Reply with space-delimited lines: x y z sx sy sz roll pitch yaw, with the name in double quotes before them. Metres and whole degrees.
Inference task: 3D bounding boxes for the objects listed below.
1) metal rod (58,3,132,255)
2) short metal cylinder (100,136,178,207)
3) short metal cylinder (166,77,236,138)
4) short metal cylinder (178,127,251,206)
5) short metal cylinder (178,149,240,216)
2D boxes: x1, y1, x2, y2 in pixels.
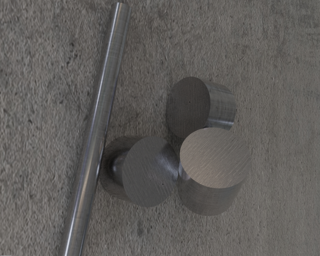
"metal rod" -0.071 0.004 0.345 0.025 0.025 0.299 17 79 -39
"short metal cylinder" -0.025 0.049 0.368 0.081 0.050 0.080 0 90 -40
"short metal cylinder" 0.053 -0.024 0.413 0.050 0.080 0.080 7 86 -40
"short metal cylinder" 0.063 0.046 0.370 0.080 0.080 0.050 -49 157 -29
"short metal cylinder" 0.065 0.070 0.414 0.080 0.080 0.050 -49 157 -29
